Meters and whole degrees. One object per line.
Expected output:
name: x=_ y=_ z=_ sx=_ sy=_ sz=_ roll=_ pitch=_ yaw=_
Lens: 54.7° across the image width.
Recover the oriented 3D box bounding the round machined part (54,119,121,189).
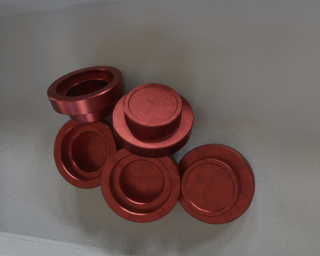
round machined part: x=-0.094 y=0.032 z=0.431 sx=0.098 sy=0.042 sz=0.097 roll=0 pitch=90 yaw=19

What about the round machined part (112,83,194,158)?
round machined part: x=-0.008 y=-0.016 z=0.373 sx=0.099 sy=0.042 sz=0.098 roll=1 pitch=53 yaw=-1

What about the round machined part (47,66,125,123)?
round machined part: x=-0.094 y=-0.043 z=0.413 sx=0.098 sy=0.098 sz=0.042 roll=3 pitch=126 yaw=19

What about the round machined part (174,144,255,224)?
round machined part: x=0.064 y=0.069 z=0.376 sx=0.098 sy=0.042 sz=0.097 roll=0 pitch=90 yaw=19

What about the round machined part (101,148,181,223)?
round machined part: x=-0.021 y=0.066 z=0.394 sx=0.099 sy=0.042 sz=0.097 roll=1 pitch=96 yaw=6
